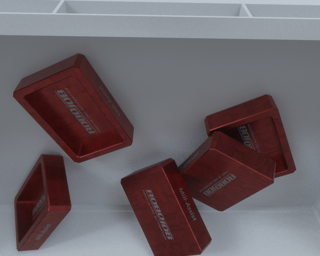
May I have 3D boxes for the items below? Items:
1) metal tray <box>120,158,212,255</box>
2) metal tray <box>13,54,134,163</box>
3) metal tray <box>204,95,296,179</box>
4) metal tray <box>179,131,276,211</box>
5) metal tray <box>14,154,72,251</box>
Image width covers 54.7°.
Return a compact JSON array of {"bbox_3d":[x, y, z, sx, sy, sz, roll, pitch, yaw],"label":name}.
[{"bbox_3d":[0.006,0.117,0.442,0.090,0.030,0.129,-26,88,40],"label":"metal tray"},{"bbox_3d":[-0.102,-0.018,0.388,0.090,0.030,0.130,-20,128,15],"label":"metal tray"},{"bbox_3d":[0.127,0.024,0.428,0.090,0.030,0.130,-21,128,16],"label":"metal tray"},{"bbox_3d":[0.081,0.065,0.426,0.090,0.030,0.129,28,143,-5],"label":"metal tray"},{"bbox_3d":[-0.176,0.110,0.454,0.030,0.090,0.129,11,133,-39],"label":"metal tray"}]
